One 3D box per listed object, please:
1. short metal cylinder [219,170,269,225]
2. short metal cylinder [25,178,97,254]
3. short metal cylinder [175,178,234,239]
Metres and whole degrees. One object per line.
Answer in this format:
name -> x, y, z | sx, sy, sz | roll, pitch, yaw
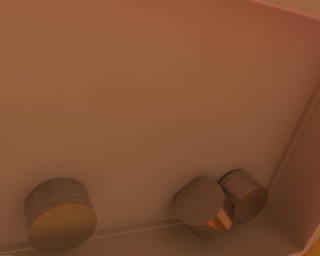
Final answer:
short metal cylinder -> 0.140, 0.120, 0.540 | 0.081, 0.050, 0.079 | -17, 127, -23
short metal cylinder -> -0.126, 0.110, 0.392 | 0.081, 0.050, 0.079 | -14, 124, -21
short metal cylinder -> 0.071, 0.127, 0.490 | 0.080, 0.080, 0.050 | -38, 129, -3
